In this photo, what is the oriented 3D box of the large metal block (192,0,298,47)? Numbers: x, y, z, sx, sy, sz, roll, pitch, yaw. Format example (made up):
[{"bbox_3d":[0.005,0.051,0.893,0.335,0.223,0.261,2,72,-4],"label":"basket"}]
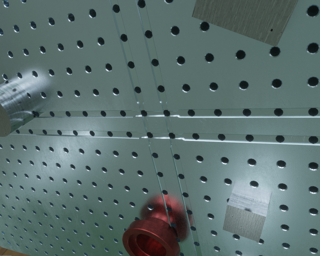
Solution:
[{"bbox_3d":[0.084,-0.129,0.271,0.080,0.050,0.079,25,127,13],"label":"large metal block"}]

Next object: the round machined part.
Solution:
[{"bbox_3d":[-0.011,0.192,0.525,0.098,0.042,0.097,13,124,21],"label":"round machined part"}]

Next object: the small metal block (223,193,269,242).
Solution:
[{"bbox_3d":[0.117,0.122,0.425,0.050,0.025,0.050,14,124,20],"label":"small metal block"}]

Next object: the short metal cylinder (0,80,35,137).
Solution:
[{"bbox_3d":[-0.257,-0.032,0.511,0.080,0.050,0.079,13,124,21],"label":"short metal cylinder"}]
